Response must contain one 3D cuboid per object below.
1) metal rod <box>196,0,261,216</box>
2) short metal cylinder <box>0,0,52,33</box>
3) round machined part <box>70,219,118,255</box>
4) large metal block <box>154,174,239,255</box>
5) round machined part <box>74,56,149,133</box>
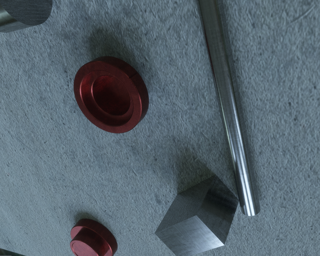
[{"bbox_3d":[0.080,-0.023,0.350,0.025,0.025,0.298,-3,117,29],"label":"metal rod"},{"bbox_3d":[-0.177,-0.158,0.367,0.050,0.080,0.080,-1,118,29],"label":"short metal cylinder"},{"bbox_3d":[-0.137,0.230,0.610,0.098,0.042,0.097,13,124,21],"label":"round machined part"},{"bbox_3d":[0.051,0.120,0.418,0.050,0.080,0.080,48,129,-6],"label":"large metal block"},{"bbox_3d":[-0.058,-0.045,0.398,0.098,0.042,0.097,13,124,21],"label":"round machined part"}]
